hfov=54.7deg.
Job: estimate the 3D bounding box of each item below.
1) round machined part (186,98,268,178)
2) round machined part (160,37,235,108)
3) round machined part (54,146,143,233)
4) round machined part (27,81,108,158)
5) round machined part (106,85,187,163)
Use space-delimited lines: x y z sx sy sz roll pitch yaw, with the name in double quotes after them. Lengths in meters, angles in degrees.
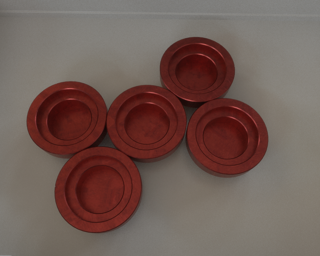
0.082 0.015 0.393 0.099 0.042 0.098 0 70 0 "round machined part"
0.049 -0.072 0.424 0.099 0.042 0.098 0 70 0 "round machined part"
-0.070 0.074 0.370 0.099 0.042 0.098 0 70 0 "round machined part"
-0.114 -0.008 0.400 0.099 0.042 0.098 0 70 0 "round machined part"
-0.016 -0.003 0.398 0.099 0.042 0.098 0 70 0 "round machined part"
